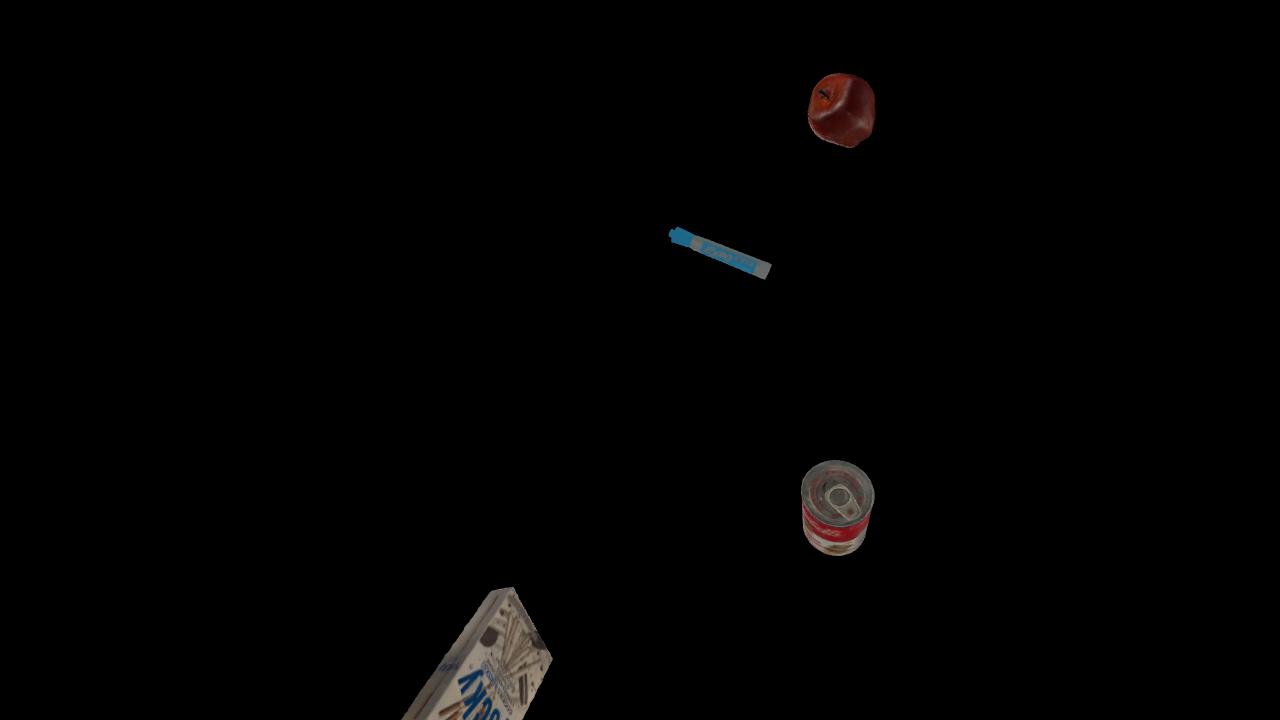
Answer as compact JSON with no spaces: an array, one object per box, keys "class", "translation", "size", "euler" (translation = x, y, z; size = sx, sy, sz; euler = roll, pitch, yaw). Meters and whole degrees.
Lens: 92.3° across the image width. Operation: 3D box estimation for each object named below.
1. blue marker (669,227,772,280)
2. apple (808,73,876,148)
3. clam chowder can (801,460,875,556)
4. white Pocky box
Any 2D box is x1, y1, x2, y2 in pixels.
[{"class":"blue marker","translation":[0.089,-0.122,0.694],"size":[0.121,0.020,0.020],"euler":[24,5,10]},{"class":"apple","translation":[0.244,-0.302,0.744],"size":[0.093,0.079,0.079],"euler":[21,-14,-40]},{"class":"clam chowder can","translation":[0.200,0.154,0.628],"size":[0.068,0.068,0.102],"euler":[0,-33,16]},{"class":"white Pocky box","translation":[-0.125,0.261,0.478],"size":[0.028,0.084,0.154],"euler":[-18,14,22]}]
